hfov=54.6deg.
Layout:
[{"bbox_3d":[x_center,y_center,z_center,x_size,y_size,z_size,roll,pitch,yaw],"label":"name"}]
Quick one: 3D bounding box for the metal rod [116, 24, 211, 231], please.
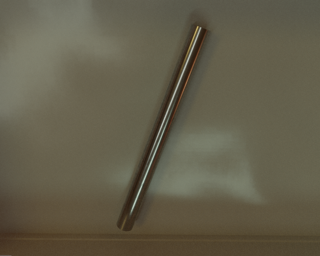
[{"bbox_3d":[-0.002,0.013,0.413,0.025,0.025,0.298,19,109,-7],"label":"metal rod"}]
